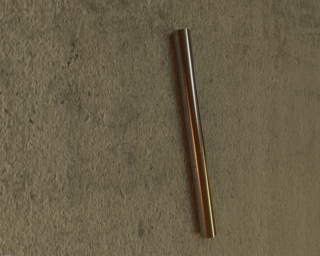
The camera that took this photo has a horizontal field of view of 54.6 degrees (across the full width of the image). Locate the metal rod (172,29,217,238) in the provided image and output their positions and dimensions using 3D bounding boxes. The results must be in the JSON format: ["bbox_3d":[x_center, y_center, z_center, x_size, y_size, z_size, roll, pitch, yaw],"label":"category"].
[{"bbox_3d":[0.050,0.013,0.445,0.025,0.025,0.298,-14,99,-39],"label":"metal rod"}]
